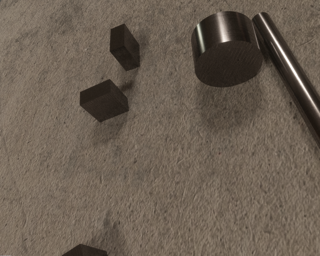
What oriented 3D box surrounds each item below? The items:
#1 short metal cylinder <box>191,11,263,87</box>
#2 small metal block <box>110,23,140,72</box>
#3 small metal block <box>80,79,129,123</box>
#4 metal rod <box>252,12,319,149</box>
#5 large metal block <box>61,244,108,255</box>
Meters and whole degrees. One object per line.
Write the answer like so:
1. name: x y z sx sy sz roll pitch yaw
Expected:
1. short metal cylinder: 0.081 -0.095 0.384 0.080 0.080 0.050 -15 56 19
2. small metal block: -0.055 -0.128 0.493 0.025 0.050 0.050 -16 55 19
3. small metal block: -0.081 -0.039 0.452 0.050 0.050 0.025 -21 54 15
4. metal rod: 0.161 -0.027 0.335 0.025 0.025 0.299 -22 54 14
5. large metal block: -0.091 0.182 0.322 0.080 0.050 0.080 -34 52 5
